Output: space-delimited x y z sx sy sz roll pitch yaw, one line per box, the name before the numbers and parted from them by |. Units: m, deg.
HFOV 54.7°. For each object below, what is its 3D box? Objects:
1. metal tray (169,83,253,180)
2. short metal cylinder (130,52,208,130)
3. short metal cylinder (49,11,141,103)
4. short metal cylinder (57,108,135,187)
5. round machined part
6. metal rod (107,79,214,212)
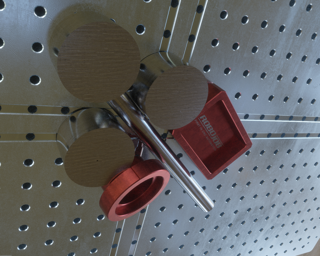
metal tray | 0.074 0.009 0.453 0.090 0.030 0.130 -39 130 -1
short metal cylinder | 0.010 -0.045 0.372 0.081 0.050 0.079 -14 124 -21
short metal cylinder | -0.067 -0.072 0.314 0.081 0.050 0.079 -14 124 -21
short metal cylinder | -0.076 0.023 0.367 0.081 0.050 0.079 -14 124 -21
round machined part | -0.038 0.075 0.412 0.099 0.042 0.098 -32 151 -20
metal rod | 0.011 0.043 0.444 0.025 0.025 0.300 -39 129 -2
